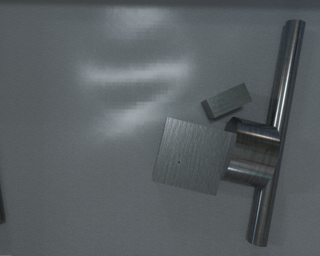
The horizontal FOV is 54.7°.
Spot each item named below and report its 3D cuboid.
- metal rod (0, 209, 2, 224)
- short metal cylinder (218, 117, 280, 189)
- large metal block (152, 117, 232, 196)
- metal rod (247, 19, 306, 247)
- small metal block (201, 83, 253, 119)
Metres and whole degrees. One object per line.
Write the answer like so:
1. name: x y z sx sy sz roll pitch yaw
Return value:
1. metal rod: -0.245 -0.019 0.408 0.025 0.025 0.298 -9 90 0
2. short metal cylinder: 0.107 0.030 0.385 0.050 0.080 0.080 14 90 -1
3. large metal block: 0.038 0.035 0.400 0.080 0.050 0.080 14 90 -1
4. metal rod: 0.155 0.007 0.413 0.025 0.025 0.298 10 90 -1
5. small metal block: 0.084 -0.034 0.400 0.050 0.050 0.025 -24 90 0
